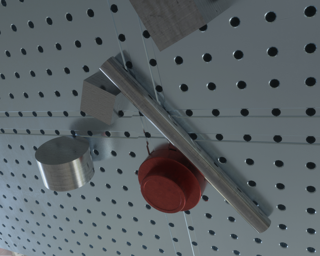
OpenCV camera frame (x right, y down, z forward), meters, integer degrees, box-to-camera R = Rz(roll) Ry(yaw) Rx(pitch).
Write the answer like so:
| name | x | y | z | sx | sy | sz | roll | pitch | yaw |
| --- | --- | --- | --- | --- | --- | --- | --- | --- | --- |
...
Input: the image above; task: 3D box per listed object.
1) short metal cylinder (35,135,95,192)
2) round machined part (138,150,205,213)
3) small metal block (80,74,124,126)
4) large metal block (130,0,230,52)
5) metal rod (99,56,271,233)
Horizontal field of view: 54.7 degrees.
| name | x | y | z | sx | sy | sz | roll | pitch | yaw |
| --- | --- | --- | --- | --- | --- | --- | --- | --- | --- |
| short metal cylinder | -0.147 | 0.053 | 0.484 | 0.080 | 0.080 | 0.050 | 10 | 123 | 22 |
| round machined part | 0.011 | 0.083 | 0.444 | 0.098 | 0.042 | 0.097 | 13 | 124 | 20 |
| small metal block | -0.080 | -0.039 | 0.427 | 0.050 | 0.025 | 0.050 | 26 | 128 | 11 |
| large metal block | 0.015 | -0.128 | 0.288 | 0.050 | 0.080 | 0.080 | -23 | 106 | 36 |
| metal rod | 0.036 | 0.025 | 0.406 | 0.300 | 0.025 | 0.025 | 46 | 129 | -5 |
